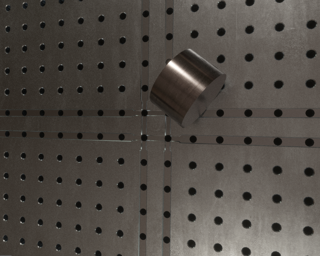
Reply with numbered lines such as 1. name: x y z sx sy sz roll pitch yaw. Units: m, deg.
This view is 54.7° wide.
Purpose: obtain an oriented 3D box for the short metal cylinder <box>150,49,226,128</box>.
1. short metal cylinder: 0.034 -0.047 0.371 0.050 0.080 0.080 41 103 15
